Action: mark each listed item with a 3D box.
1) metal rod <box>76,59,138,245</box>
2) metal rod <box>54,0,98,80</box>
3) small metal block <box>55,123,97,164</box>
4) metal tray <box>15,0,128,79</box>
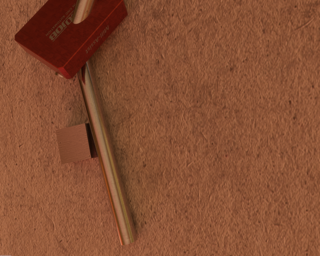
[{"bbox_3d":[-0.082,0.012,0.436,0.025,0.025,0.298,-17,84,19],"label":"metal rod"},{"bbox_3d":[-0.081,-0.208,0.401,0.025,0.025,0.298,24,101,18],"label":"metal rod"},{"bbox_3d":[-0.119,0.023,0.449,0.050,0.025,0.050,-12,86,19],"label":"small metal block"},{"bbox_3d":[-0.119,-0.141,0.421,0.090,0.030,0.130,34,78,16],"label":"metal tray"}]
